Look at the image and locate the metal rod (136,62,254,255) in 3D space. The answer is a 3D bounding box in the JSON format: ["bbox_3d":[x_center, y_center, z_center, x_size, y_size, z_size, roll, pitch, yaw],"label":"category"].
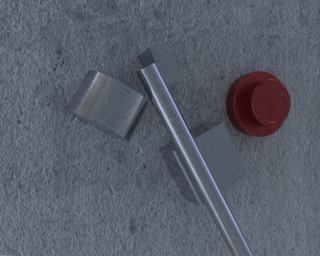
[{"bbox_3d":[0.053,0.062,0.376,0.025,0.025,0.299,-31,101,-18],"label":"metal rod"}]

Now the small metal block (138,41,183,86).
[{"bbox_3d":[0.000,-0.078,0.396,0.025,0.050,0.050,-25,99,-18],"label":"small metal block"}]

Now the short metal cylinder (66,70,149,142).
[{"bbox_3d":[-0.060,-0.024,0.358,0.080,0.080,0.050,29,80,-18],"label":"short metal cylinder"}]

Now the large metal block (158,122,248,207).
[{"bbox_3d":[0.058,0.045,0.418,0.080,0.050,0.080,-29,100,-18],"label":"large metal block"}]

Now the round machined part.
[{"bbox_3d":[0.152,-0.036,0.458,0.099,0.042,0.097,0,90,-21],"label":"round machined part"}]
